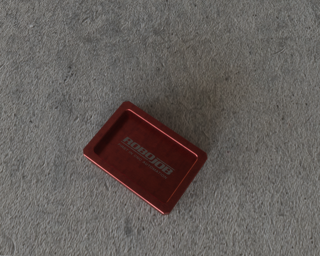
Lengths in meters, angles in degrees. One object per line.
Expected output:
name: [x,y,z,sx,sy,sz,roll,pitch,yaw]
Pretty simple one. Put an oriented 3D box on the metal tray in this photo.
metal tray: [-0.018,0.036,0.393,0.130,0.030,0.090,34,73,11]
